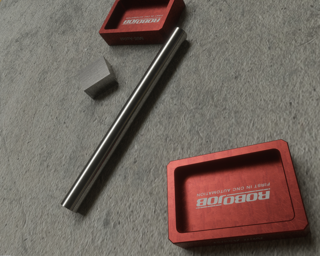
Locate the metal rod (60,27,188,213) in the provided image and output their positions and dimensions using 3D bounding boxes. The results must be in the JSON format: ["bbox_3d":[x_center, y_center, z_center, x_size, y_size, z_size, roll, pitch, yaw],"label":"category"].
[{"bbox_3d":[-0.043,-0.021,0.437,0.025,0.025,0.300,20,72,35],"label":"metal rod"}]

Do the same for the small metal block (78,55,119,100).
[{"bbox_3d":[-0.102,-0.083,0.506,0.050,0.025,0.050,-31,52,7],"label":"small metal block"}]

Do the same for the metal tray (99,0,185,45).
[{"bbox_3d":[-0.032,-0.187,0.530,0.130,0.030,0.090,8,65,31],"label":"metal tray"}]

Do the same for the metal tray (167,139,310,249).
[{"bbox_3d":[0.073,0.069,0.318,0.130,0.030,0.090,-14,56,20],"label":"metal tray"}]
